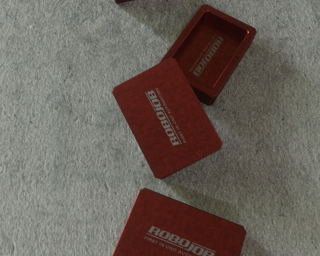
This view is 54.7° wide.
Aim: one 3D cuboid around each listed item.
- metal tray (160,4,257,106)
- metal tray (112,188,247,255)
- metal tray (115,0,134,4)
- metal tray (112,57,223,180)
[{"bbox_3d":[0.068,-0.107,0.445,0.090,0.030,0.130,31,73,10],"label":"metal tray"},{"bbox_3d":[0.022,0.135,0.356,0.131,0.030,0.090,20,71,7],"label":"metal tray"},{"bbox_3d":[-0.072,-0.270,0.471,0.030,0.090,0.130,-15,71,-6],"label":"metal tray"},{"bbox_3d":[0.009,-0.012,0.392,0.090,0.030,0.130,-28,80,2],"label":"metal tray"}]
